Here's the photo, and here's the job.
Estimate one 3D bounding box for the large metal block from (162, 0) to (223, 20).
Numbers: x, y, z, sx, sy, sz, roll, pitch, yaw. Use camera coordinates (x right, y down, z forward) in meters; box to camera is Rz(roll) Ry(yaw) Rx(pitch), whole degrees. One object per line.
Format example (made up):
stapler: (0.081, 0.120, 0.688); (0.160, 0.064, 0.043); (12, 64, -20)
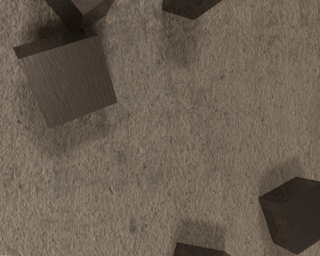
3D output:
large metal block: (0.045, -0.196, 0.397); (0.050, 0.080, 0.080); (10, 87, -20)

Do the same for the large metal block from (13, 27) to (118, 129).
large metal block: (-0.102, -0.057, 0.342); (0.081, 0.050, 0.080); (-24, 125, -19)

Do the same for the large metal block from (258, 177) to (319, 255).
large metal block: (0.210, 0.131, 0.476); (0.081, 0.050, 0.080); (-22, 98, -19)

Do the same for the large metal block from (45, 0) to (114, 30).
large metal block: (-0.098, -0.159, 0.344); (0.050, 0.080, 0.080); (-43, 104, -15)

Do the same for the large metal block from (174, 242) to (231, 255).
large metal block: (0.057, 0.210, 0.419); (0.081, 0.050, 0.080); (18, 84, -20)
